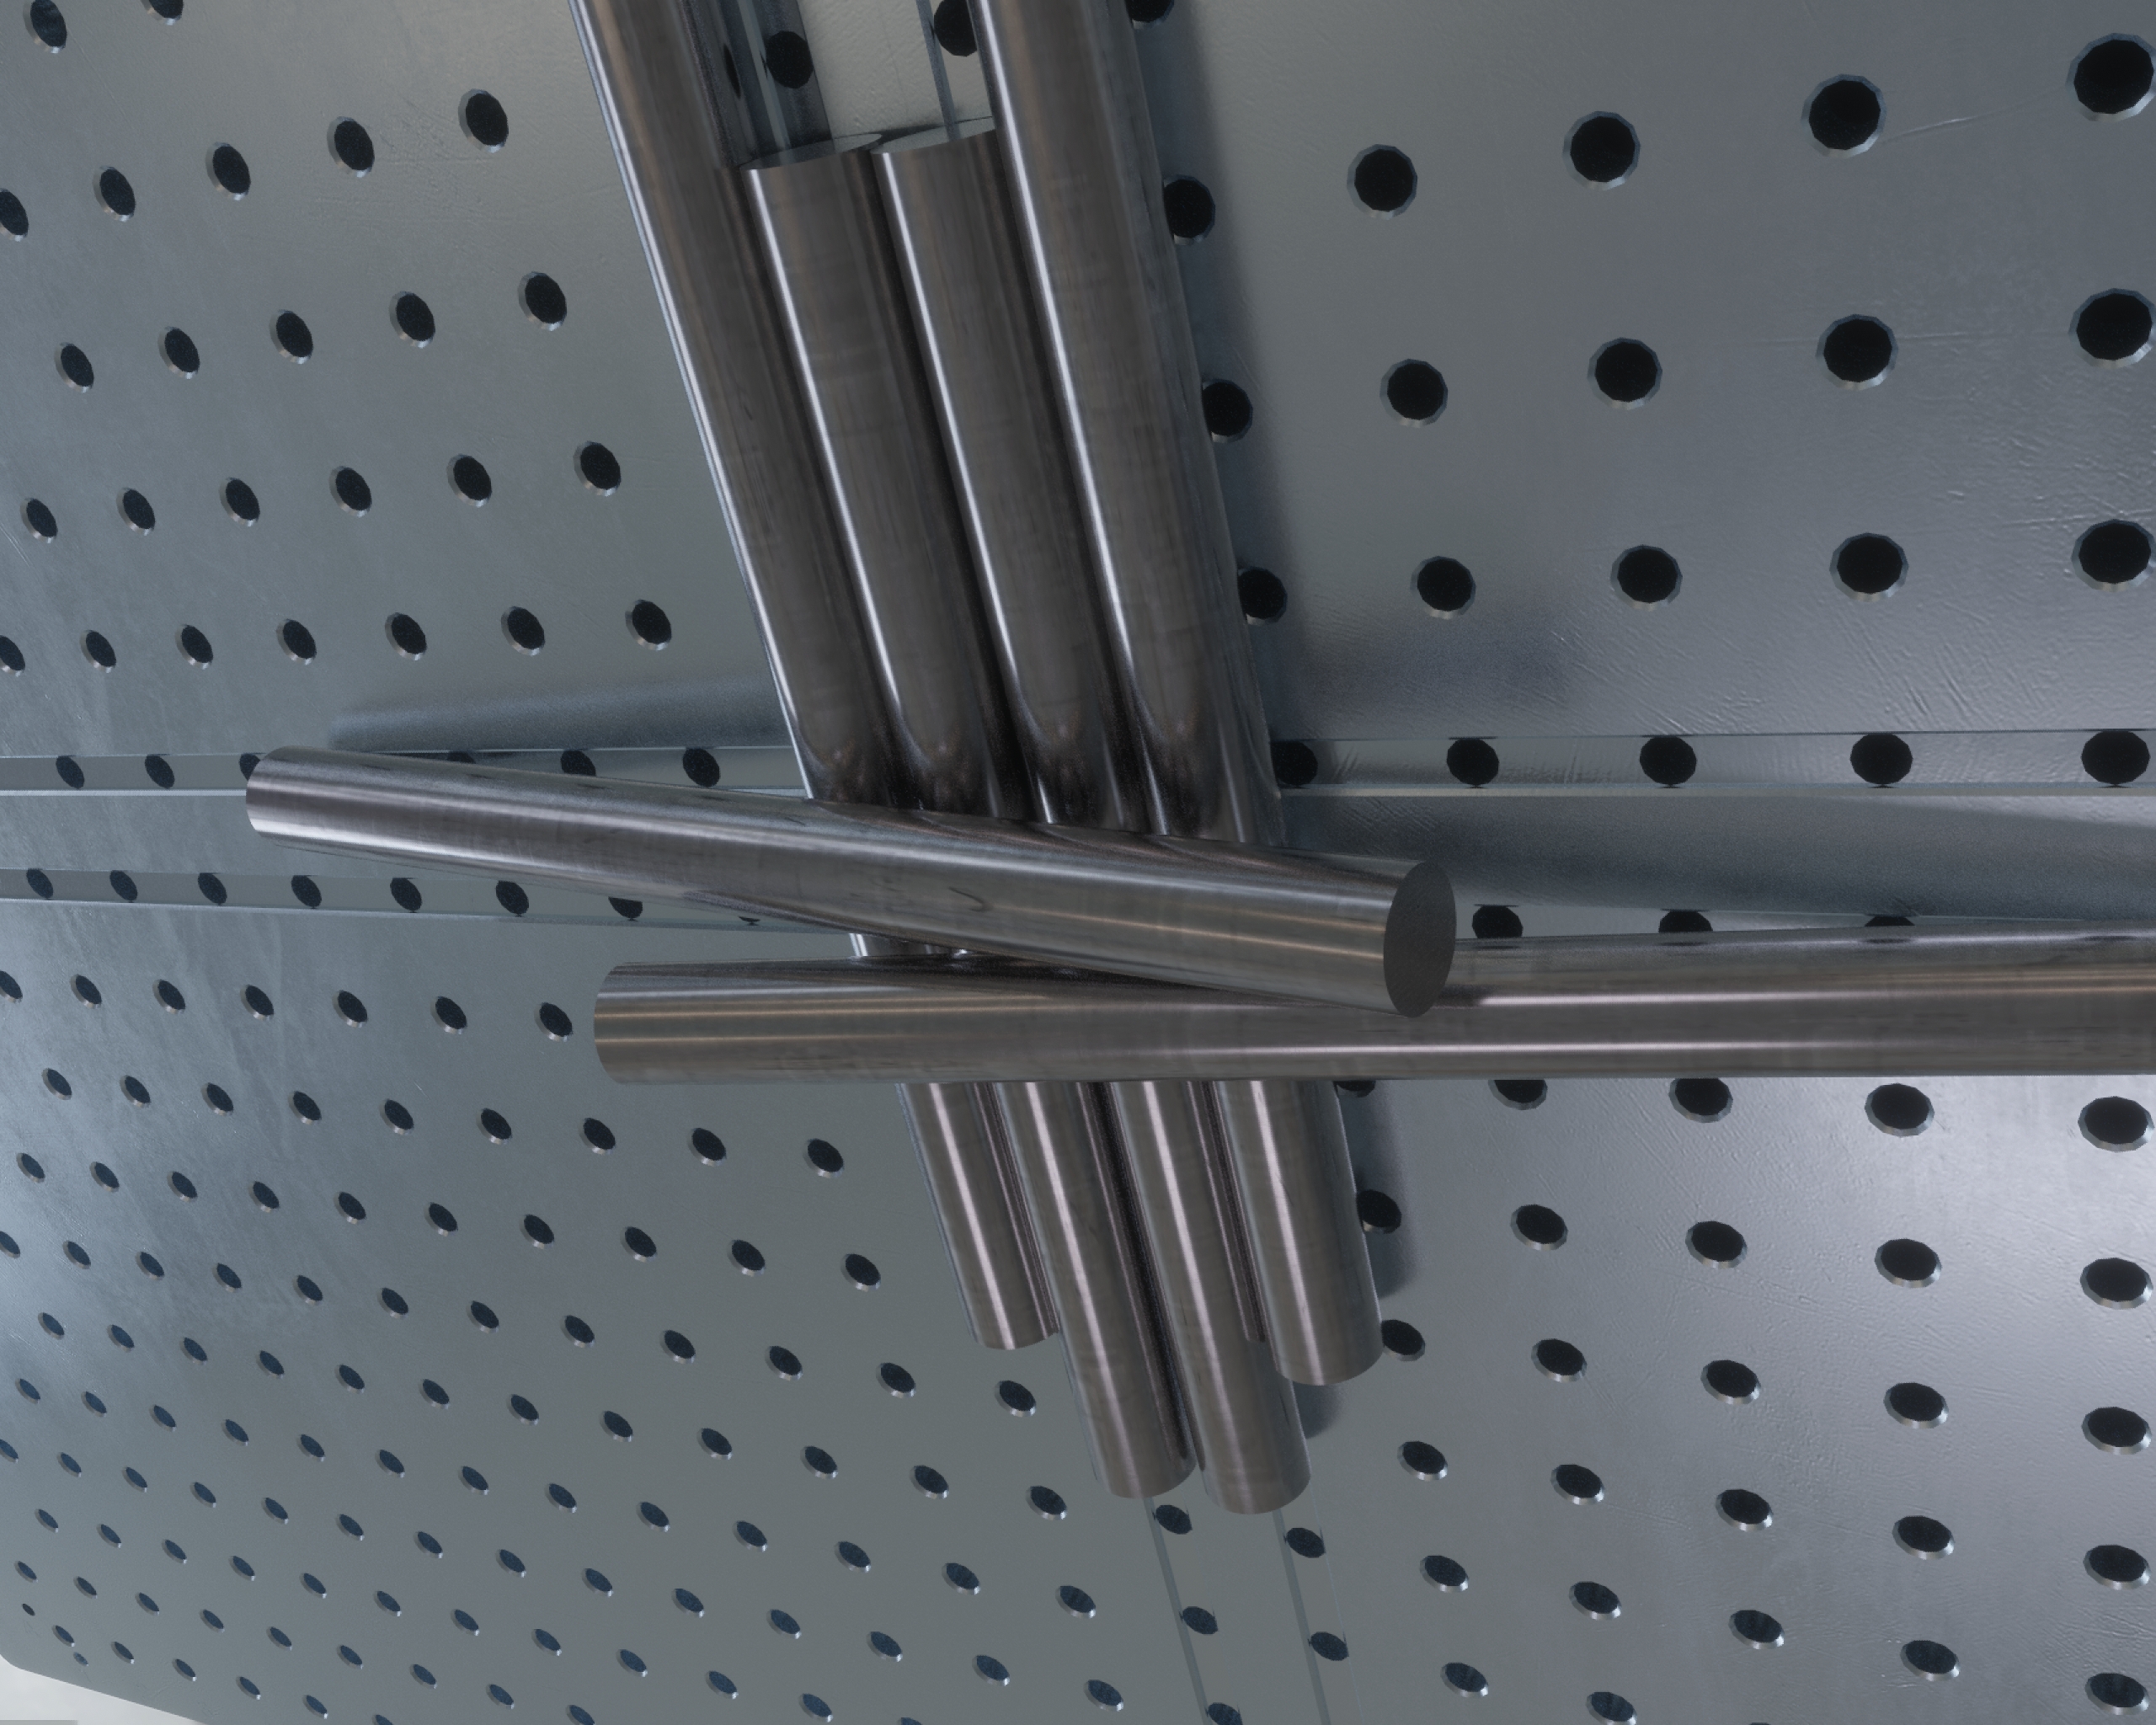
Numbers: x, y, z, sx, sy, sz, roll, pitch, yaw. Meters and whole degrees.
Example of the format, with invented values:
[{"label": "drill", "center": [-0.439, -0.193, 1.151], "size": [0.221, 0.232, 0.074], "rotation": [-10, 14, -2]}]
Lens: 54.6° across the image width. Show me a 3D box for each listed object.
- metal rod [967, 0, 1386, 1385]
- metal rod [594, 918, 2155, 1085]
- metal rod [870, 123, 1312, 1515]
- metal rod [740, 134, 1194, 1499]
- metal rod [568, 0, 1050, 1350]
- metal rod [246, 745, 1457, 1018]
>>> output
[{"label": "metal rod", "center": [0.021, -0.028, 0.382], "size": [0.025, 0.025, 0.298], "rotation": [1, 119, 28]}, {"label": "metal rod", "center": [0.050, 0.027, 0.375], "size": [0.301, 0.025, 0.025], "rotation": [-2, 118, 19]}, {"label": "metal rod", "center": [0.009, 0.009, 0.414], "size": [0.025, 0.025, 0.298], "rotation": [1, 119, 28]}, {"label": "metal rod", "center": [-0.015, 0.009, 0.424], "size": [0.025, 0.025, 0.298], "rotation": [1, 119, 28]}, {"label": "metal rod", "center": [-0.045, -0.027, 0.418], "size": [0.025, 0.025, 0.298], "rotation": [1, 119, 28]}, {"label": "metal rod", "center": [-0.067, -0.002, 0.416], "size": [0.300, 0.025, 0.025], "rotation": [7, 122, 35]}]
